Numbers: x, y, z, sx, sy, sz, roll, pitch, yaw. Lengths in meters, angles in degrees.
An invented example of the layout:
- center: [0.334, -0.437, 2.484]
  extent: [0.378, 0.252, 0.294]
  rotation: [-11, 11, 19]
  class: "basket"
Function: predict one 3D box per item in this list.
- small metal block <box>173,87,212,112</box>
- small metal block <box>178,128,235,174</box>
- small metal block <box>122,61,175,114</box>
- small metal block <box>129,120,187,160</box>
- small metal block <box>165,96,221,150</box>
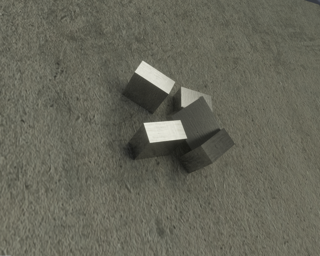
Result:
- center: [0.047, -0.026, 0.445]
  extent: [0.050, 0.025, 0.050]
  rotation: [14, 56, -20]
  class: "small metal block"
- center: [0.060, 0.030, 0.400]
  extent: [0.050, 0.050, 0.025]
  rotation: [-32, 87, -38]
  class: "small metal block"
- center: [-0.016, -0.053, 0.411]
  extent: [0.050, 0.050, 0.025]
  rotation: [32, 52, -7]
  class: "small metal block"
- center: [-0.004, 0.015, 0.376]
  extent: [0.050, 0.050, 0.025]
  rotation: [-5, 65, -31]
  class: "small metal block"
- center: [0.044, -0.007, 0.404]
  extent: [0.050, 0.025, 0.050]
  rotation: [-33, 98, -14]
  class: "small metal block"
